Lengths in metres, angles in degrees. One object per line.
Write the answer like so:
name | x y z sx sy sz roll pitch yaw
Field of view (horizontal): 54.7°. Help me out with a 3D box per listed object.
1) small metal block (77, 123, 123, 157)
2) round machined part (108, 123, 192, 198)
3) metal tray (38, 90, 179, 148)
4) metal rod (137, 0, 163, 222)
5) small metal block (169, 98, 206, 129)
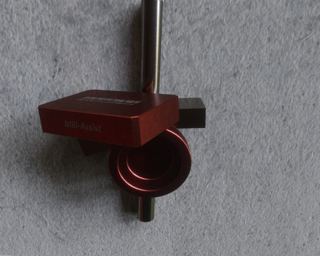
small metal block | -0.073 0.008 0.400 0.050 0.050 0.025 -18 109 6
round machined part | -0.012 0.034 0.385 0.099 0.042 0.097 -1 114 -2
metal tray | -0.055 -0.016 0.345 0.130 0.091 0.030 7 112 28
metal rod | -0.015 -0.008 0.408 0.025 0.025 0.298 2 110 -1
small metal block | 0.029 -0.020 0.391 0.050 0.050 0.025 -1 110 0
